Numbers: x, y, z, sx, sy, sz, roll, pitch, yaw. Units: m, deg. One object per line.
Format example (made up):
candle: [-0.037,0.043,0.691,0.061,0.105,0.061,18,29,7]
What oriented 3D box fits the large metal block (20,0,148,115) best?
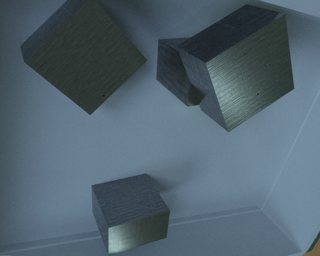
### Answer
large metal block: [-0.074,-0.074,0.306,0.080,0.050,0.080,-44,129,2]

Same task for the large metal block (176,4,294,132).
large metal block: [0.074,-0.057,0.294,0.080,0.050,0.080,-33,129,-7]

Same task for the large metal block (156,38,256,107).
large metal block: [0.050,-0.069,0.357,0.081,0.080,0.050,-10,123,-23]

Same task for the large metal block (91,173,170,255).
large metal block: [-0.042,0.113,0.420,0.081,0.080,0.050,-9,123,-24]
